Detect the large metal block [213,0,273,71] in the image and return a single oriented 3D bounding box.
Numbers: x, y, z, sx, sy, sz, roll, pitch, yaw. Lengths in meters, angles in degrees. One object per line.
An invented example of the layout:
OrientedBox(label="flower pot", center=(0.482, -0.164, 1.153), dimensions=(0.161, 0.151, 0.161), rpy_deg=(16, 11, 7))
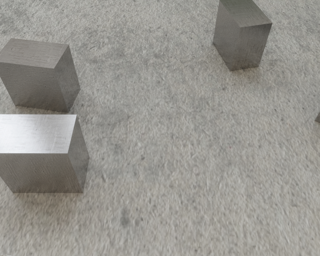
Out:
OrientedBox(label="large metal block", center=(0.127, -0.151, 0.496), dimensions=(0.050, 0.080, 0.080), rpy_deg=(-11, 51, -9))

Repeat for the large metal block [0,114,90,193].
OrientedBox(label="large metal block", center=(-0.128, 0.030, 0.340), dimensions=(0.081, 0.080, 0.050), rpy_deg=(0, 50, 0))

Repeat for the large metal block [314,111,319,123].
OrientedBox(label="large metal block", center=(0.272, -0.032, 0.418), dimensions=(0.080, 0.050, 0.080), rpy_deg=(30, 56, 22))

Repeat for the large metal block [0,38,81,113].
OrientedBox(label="large metal block", center=(-0.164, -0.071, 0.425), dimensions=(0.080, 0.080, 0.050), rpy_deg=(8, 51, 6))
